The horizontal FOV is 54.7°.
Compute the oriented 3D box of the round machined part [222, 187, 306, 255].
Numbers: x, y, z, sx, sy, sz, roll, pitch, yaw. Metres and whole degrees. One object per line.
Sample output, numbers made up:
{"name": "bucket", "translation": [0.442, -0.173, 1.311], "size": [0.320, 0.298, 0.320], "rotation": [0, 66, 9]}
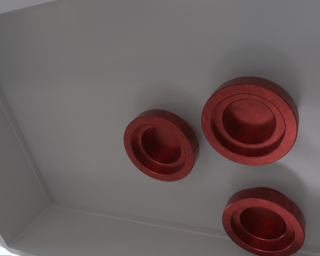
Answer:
{"name": "round machined part", "translation": [0.134, 0.115, 0.399], "size": [0.098, 0.042, 0.097], "rotation": [13, 124, 21]}

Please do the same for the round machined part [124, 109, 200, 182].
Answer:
{"name": "round machined part", "translation": [0.005, 0.019, 0.406], "size": [0.098, 0.042, 0.097], "rotation": [13, 124, 21]}

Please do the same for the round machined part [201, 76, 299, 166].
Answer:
{"name": "round machined part", "translation": [0.099, -0.011, 0.339], "size": [0.098, 0.042, 0.097], "rotation": [13, 124, 21]}
